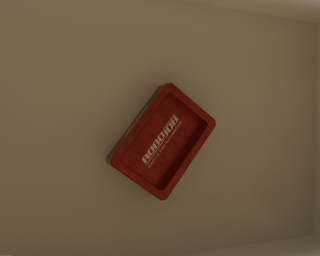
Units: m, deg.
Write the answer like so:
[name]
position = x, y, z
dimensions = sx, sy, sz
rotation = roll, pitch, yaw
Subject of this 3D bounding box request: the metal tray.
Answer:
[metal tray]
position = 0.004, 0.017, 0.410
dimensions = 0.090, 0.030, 0.130
rotation = 39, 77, -16
